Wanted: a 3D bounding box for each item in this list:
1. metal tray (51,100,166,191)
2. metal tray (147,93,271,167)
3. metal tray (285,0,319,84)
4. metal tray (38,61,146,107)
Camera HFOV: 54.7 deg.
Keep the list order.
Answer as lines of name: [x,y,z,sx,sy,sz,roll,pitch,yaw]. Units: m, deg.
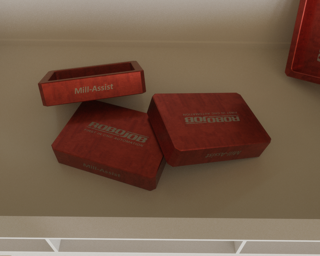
metal tray: [-0.053,0.016,0.387,0.131,0.030,0.090,15,51,12]
metal tray: [0.059,-0.003,0.383,0.131,0.030,0.090,-3,49,-24]
metal tray: [0.235,-0.128,0.432,0.030,0.129,0.090,-18,32,-36]
metal tray: [-0.091,-0.065,0.428,0.131,0.030,0.090,-9,22,-8]
